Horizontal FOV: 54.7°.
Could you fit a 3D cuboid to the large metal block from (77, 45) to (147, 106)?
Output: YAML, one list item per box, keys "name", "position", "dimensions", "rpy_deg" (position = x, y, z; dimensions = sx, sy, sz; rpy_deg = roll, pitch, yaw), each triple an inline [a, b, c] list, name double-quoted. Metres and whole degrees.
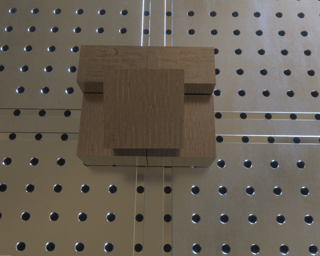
- name: "large metal block"
  position: [-0.056, -0.063, 0.404]
  dimensions: [0.081, 0.080, 0.050]
  rpy_deg: [1, 70, 0]

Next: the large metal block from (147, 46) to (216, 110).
- name: "large metal block"
  position: [0.025, -0.062, 0.404]
  dimensions: [0.081, 0.080, 0.050]
  rpy_deg: [1, 70, 0]

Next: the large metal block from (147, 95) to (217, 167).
- name: "large metal block"
  position: [0.026, 0.004, 0.394]
  dimensions: [0.081, 0.050, 0.080]
  rpy_deg: [1, 70, 0]

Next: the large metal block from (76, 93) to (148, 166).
- name: "large metal block"
  position: [-0.056, 0.003, 0.395]
  dimensions: [0.081, 0.050, 0.080]
  rpy_deg: [1, 70, 0]

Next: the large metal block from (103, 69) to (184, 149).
- name: "large metal block"
  position: [-0.016, -0.021, 0.335]
  dimensions: [0.081, 0.050, 0.079]
  rpy_deg: [0, 94, -1]
